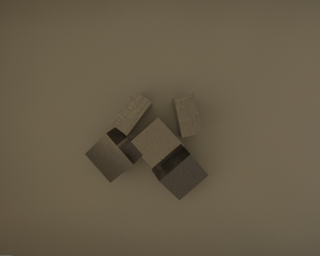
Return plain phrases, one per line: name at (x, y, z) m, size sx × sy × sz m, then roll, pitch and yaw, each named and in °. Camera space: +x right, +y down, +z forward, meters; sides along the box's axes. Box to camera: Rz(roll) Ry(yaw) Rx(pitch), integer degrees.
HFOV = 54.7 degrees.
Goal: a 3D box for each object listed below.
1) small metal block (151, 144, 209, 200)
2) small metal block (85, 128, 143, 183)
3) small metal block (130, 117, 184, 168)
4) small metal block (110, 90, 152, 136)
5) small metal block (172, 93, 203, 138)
small metal block at (0.026, 0.057, 0.397) m, size 0.050 × 0.025 × 0.050 m, roll -41°, pitch 127°, yaw -1°
small metal block at (-0.060, 0.034, 0.398) m, size 0.050 × 0.025 × 0.050 m, roll 49°, pitch 123°, yaw -1°
small metal block at (-0.004, 0.021, 0.409) m, size 0.050 × 0.025 × 0.050 m, roll -42°, pitch 91°, yaw 0°
small metal block at (-0.035, -0.018, 0.396) m, size 0.025 × 0.050 × 0.050 m, roll 37°, pitch 90°, yaw 0°
small metal block at (0.033, -0.015, 0.397) m, size 0.025 × 0.050 × 0.050 m, roll -11°, pitch 90°, yaw -1°
